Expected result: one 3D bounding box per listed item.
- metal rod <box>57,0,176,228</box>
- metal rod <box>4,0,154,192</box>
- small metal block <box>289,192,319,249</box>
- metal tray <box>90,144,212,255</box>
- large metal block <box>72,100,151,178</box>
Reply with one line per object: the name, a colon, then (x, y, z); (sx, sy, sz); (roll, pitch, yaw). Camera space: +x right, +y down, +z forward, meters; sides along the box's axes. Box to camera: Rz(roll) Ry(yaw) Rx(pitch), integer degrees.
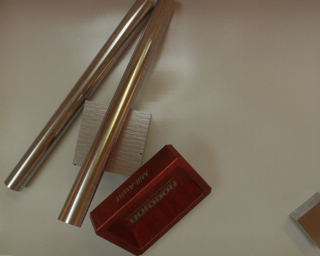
metal rod: (-0.042, -0.035, 0.364); (0.025, 0.025, 0.300); (21, 71, 0)
metal rod: (-0.106, -0.045, 0.409); (0.025, 0.025, 0.299); (36, 90, -1)
small metal block: (0.213, 0.124, 0.414); (0.050, 0.025, 0.050); (-39, 91, 0)
metal tray: (-0.008, 0.092, 0.383); (0.130, 0.030, 0.090); (-42, 130, 0)
large metal block: (-0.058, 0.013, 0.398); (0.080, 0.050, 0.080); (11, 90, -1)
